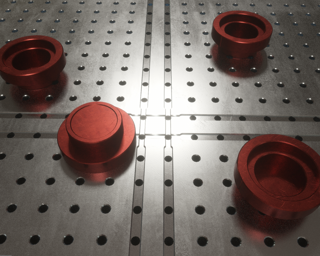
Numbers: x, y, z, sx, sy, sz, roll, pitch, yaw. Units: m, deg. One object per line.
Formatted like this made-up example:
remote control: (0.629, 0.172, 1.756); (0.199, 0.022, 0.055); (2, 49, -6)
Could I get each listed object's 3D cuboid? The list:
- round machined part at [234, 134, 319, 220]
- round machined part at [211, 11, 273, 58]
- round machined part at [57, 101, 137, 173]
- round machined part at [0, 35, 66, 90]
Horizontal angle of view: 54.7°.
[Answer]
round machined part: (0.133, 0.057, 0.350); (0.099, 0.042, 0.098); (0, 50, 0)
round machined part: (0.137, -0.157, 0.530); (0.099, 0.042, 0.098); (0, 50, 0)
round machined part: (-0.080, 0.004, 0.392); (0.099, 0.042, 0.098); (1, 50, 0)
round machined part: (-0.194, -0.097, 0.475); (0.099, 0.042, 0.098); (0, 50, 0)
